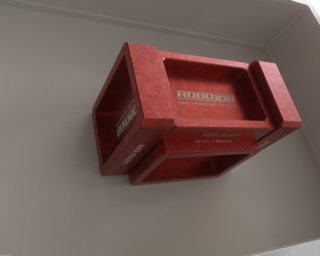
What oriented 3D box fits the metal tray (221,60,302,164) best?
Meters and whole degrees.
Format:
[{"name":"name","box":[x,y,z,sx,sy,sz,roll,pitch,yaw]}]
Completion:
[{"name":"metal tray","box":[0.108,-0.013,0.401,0.030,0.129,0.090,1,62,-28]}]

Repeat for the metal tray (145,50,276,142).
[{"name":"metal tray","box":[0.053,-0.032,0.332,0.131,0.030,0.090,1,61,-28]}]

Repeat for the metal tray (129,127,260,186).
[{"name":"metal tray","box":[0.037,0.033,0.360,0.131,0.090,0.030,0,61,-28]}]

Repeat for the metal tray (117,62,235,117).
[{"name":"metal tray","box":[0.018,-0.046,0.398,0.131,0.090,0.030,0,63,-28]}]

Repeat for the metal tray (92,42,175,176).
[{"name":"metal tray","box":[-0.036,-0.013,0.325,0.030,0.129,0.090,1,62,-28]}]
